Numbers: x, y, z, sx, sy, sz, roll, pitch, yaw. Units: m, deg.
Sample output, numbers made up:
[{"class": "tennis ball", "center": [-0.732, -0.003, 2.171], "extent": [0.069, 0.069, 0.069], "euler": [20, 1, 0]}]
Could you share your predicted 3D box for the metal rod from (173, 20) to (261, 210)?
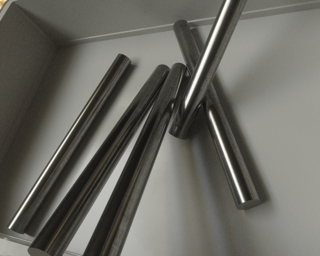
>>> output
[{"class": "metal rod", "center": [0.061, -0.041, 0.398], "extent": [0.025, 0.025, 0.299], "euler": [-24, 53, 14]}]

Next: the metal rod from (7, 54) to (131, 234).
[{"class": "metal rod", "center": [-0.127, 0.013, 0.464], "extent": [0.025, 0.025, 0.300], "euler": [18, 71, 35]}]

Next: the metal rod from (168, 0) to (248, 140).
[{"class": "metal rod", "center": [0.077, -0.124, 0.353], "extent": [0.025, 0.025, 0.298], "euler": [34, 109, 38]}]

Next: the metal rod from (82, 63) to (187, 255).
[{"class": "metal rod", "center": [-0.008, 0.008, 0.329], "extent": [0.025, 0.025, 0.301], "euler": [-9, 33, 23]}]

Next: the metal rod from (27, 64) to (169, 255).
[{"class": "metal rod", "center": [-0.042, 0.008, 0.346], "extent": [0.025, 0.025, 0.301], "euler": [-4, 35, 26]}]
